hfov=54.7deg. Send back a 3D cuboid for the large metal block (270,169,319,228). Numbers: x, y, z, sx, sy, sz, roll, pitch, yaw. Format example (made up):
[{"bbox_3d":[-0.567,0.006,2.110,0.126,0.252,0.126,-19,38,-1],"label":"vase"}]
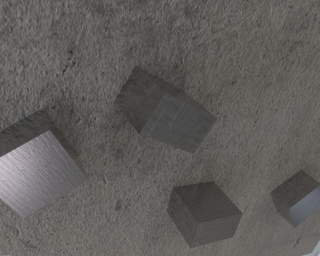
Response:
[{"bbox_3d":[0.283,0.145,0.635,0.080,0.050,0.080,-35,129,-5],"label":"large metal block"}]

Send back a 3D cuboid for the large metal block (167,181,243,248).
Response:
[{"bbox_3d":[0.068,0.134,0.491,0.081,0.080,0.050,-3,120,-27],"label":"large metal block"}]

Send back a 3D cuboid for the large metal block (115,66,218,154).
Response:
[{"bbox_3d":[0.005,-0.021,0.361,0.080,0.080,0.050,22,106,-36],"label":"large metal block"}]

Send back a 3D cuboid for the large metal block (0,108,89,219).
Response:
[{"bbox_3d":[-0.139,0.038,0.339,0.080,0.050,0.080,-31,129,-8],"label":"large metal block"}]
